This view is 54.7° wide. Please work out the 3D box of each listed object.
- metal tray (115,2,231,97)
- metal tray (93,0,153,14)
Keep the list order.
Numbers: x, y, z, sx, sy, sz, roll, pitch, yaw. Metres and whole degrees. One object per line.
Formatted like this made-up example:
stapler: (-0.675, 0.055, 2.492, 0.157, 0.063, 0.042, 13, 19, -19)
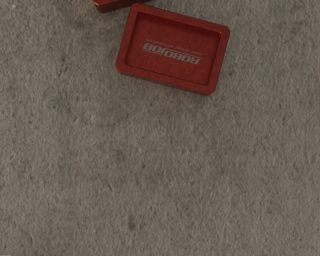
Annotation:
metal tray: (0.017, -0.101, 0.407, 0.131, 0.030, 0.089, 15, 90, -1)
metal tray: (-0.056, -0.228, 0.406, 0.091, 0.030, 0.129, -15, 90, -1)
